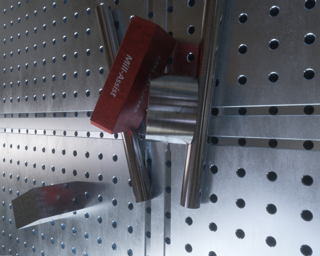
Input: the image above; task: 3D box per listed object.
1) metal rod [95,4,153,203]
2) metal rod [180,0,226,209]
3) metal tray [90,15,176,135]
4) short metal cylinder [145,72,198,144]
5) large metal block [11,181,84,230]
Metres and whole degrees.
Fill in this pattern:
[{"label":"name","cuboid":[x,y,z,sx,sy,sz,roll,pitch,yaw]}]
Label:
[{"label":"metal rod","cuboid":[-0.055,-0.042,0.454,0.025,0.025,0.299,-22,76,38]},{"label":"metal rod","cuboid":[0.053,-0.053,0.365,0.025,0.025,0.298,11,97,39]},{"label":"metal tray","cuboid":[-0.029,-0.060,0.378,0.030,0.090,0.129,27,101,13]},{"label":"short metal cylinder","cuboid":[0.011,-0.022,0.356,0.050,0.080,0.079,5,94,-4]},{"label":"large metal block","cuboid":[-0.194,0.132,0.534,0.080,0.081,0.050,-29,72,36]}]
